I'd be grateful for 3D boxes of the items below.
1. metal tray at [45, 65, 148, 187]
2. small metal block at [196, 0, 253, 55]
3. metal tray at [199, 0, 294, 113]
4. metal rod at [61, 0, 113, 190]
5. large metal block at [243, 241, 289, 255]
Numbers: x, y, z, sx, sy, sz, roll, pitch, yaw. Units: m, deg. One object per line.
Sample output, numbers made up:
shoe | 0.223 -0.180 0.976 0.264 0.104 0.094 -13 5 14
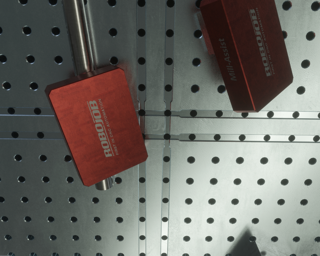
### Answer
metal tray | -0.074 -0.003 0.385 0.091 0.030 0.129 -23 115 -20
small metal block | 0.076 -0.116 0.356 0.025 0.050 0.050 -35 113 -33
metal tray | 0.103 -0.093 0.350 0.091 0.030 0.129 -35 113 -32
metal rod | -0.092 -0.057 0.391 0.025 0.025 0.298 -5 110 1
large metal block | 0.169 0.239 0.491 0.080 0.050 0.080 26 108 -10
